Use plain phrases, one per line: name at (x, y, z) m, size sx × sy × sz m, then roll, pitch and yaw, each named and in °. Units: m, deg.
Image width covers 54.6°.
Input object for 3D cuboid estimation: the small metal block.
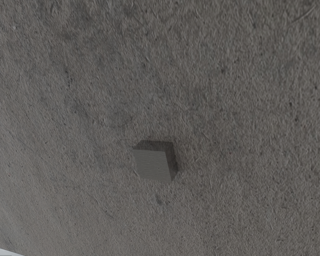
small metal block at (-0.006, 0.046, 0.439) m, size 0.050 × 0.025 × 0.050 m, roll 2°, pitch 120°, yaw 27°
